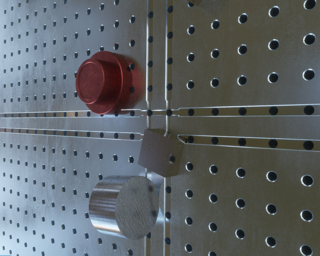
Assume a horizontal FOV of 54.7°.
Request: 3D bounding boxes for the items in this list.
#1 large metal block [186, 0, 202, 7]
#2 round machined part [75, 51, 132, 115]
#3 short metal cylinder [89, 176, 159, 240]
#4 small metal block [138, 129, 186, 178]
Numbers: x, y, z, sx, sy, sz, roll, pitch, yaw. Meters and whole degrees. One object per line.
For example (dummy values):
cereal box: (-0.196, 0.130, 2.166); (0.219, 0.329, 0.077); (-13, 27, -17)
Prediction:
large metal block: (0.025, -0.207, 0.372); (0.080, 0.050, 0.080); (44, 116, 31)
round machined part: (-0.092, -0.070, 0.475); (0.098, 0.042, 0.097); (0, 90, 40)
short metal cylinder: (-0.046, 0.103, 0.412); (0.050, 0.081, 0.080); (-7, 86, 40)
small metal block: (0.002, 0.032, 0.408); (0.050, 0.025, 0.050); (20, 103, 38)
